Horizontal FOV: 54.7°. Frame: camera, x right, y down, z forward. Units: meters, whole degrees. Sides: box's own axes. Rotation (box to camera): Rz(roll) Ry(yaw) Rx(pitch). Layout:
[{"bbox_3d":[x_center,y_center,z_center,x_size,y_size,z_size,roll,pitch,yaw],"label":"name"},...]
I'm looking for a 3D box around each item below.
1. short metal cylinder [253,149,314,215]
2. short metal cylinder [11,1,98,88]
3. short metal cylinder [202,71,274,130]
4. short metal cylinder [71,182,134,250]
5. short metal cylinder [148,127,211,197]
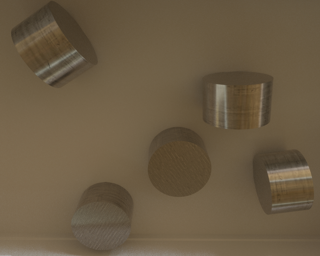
[{"bbox_3d":[0.160,0.071,0.411,0.050,0.080,0.079,-8,110,2],"label":"short metal cylinder"},{"bbox_3d":[-0.115,-0.092,0.347,0.050,0.080,0.080,-31,108,10],"label":"short metal cylinder"},{"bbox_3d":[0.091,-0.036,0.370,0.081,0.080,0.050,-3,110,0],"label":"short metal cylinder"},{"bbox_3d":[-0.080,0.125,0.443,0.081,0.050,0.079,0,110,-1],"label":"short metal cylinder"},{"bbox_3d":[0.025,0.044,0.415,0.081,0.050,0.079,0,110,-1],"label":"short metal cylinder"}]
